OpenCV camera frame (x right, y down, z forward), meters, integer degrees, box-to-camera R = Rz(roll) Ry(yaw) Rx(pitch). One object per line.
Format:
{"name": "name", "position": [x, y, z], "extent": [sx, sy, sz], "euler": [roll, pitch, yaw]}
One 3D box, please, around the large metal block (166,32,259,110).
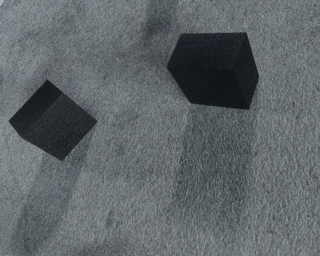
{"name": "large metal block", "position": [0.067, -0.068, 0.375], "extent": [0.080, 0.080, 0.050], "euler": [10, 67, 32]}

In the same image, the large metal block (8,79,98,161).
{"name": "large metal block", "position": [-0.155, -0.010, 0.456], "extent": [0.050, 0.080, 0.080], "euler": [35, 81, 38]}
